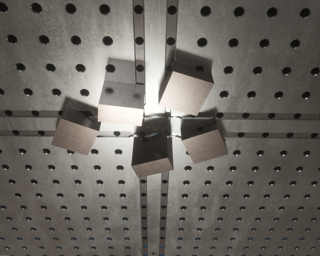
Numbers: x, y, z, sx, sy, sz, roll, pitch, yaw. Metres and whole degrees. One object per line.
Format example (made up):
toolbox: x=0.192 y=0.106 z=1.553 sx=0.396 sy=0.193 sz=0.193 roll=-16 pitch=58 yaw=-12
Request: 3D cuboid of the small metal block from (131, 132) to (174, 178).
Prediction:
small metal block: x=-0.010 y=0.037 z=0.427 sx=0.050 sy=0.050 sz=0.025 roll=-14 pitch=129 yaw=11

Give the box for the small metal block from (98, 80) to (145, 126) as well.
small metal block: x=-0.045 y=-0.030 z=0.369 sx=0.050 sy=0.050 sz=0.025 roll=6 pitch=130 yaw=-6

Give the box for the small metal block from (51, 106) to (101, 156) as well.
small metal block: x=-0.112 y=0.005 z=0.415 sx=0.050 sy=0.025 sz=0.050 roll=20 pitch=127 yaw=-17

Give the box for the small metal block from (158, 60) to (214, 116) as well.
small metal block: x=0.030 y=-0.047 z=0.372 sx=0.050 sy=0.025 sz=0.050 roll=15 pitch=129 yaw=-13

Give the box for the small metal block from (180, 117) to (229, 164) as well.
small metal block: x=0.062 y=0.018 z=0.429 sx=0.050 sy=0.025 sz=0.050 roll=-19 pitch=128 yaw=15
